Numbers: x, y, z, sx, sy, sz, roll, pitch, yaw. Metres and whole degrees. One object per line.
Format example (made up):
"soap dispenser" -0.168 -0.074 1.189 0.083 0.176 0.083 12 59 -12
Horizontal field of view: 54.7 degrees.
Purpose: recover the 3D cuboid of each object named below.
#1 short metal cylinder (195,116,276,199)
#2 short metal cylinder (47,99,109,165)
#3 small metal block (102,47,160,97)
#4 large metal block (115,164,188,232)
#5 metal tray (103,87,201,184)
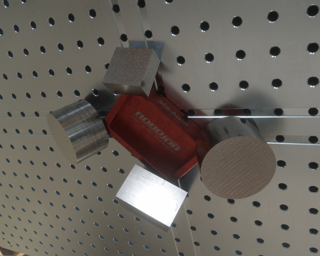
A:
"short metal cylinder" 0.083 0.033 0.352 0.081 0.050 0.079 -1 116 -1
"short metal cylinder" -0.117 0.005 0.441 0.080 0.050 0.079 37 143 35
"small metal block" -0.033 -0.067 0.368 0.050 0.050 0.025 9 160 23
"large metal block" -0.011 0.103 0.442 0.080 0.050 0.080 27 158 10
"metal tray" -0.006 0.007 0.415 0.130 0.030 0.090 41 129 -1
